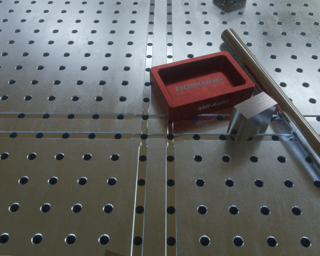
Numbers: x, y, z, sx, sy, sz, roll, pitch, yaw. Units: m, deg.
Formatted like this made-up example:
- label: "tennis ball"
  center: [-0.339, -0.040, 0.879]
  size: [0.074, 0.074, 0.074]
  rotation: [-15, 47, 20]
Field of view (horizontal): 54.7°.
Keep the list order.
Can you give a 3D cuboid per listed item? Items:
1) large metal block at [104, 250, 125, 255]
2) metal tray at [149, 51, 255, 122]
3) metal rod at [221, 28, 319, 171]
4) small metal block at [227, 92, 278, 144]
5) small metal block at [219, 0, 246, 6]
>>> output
- label: "large metal block"
  center: [-0.021, 0.160, 0.256]
  size: [0.080, 0.050, 0.080]
  rotation: [14, 51, 11]
- label: "metal tray"
  center: [0.060, -0.065, 0.458]
  size: [0.131, 0.030, 0.090]
  rotation: [-15, 52, -13]
- label: "metal rod"
  center: [0.163, -0.055, 0.454]
  size: [0.025, 0.025, 0.300]
  rotation: [-13, 51, -11]
- label: "small metal block"
  center: [0.119, -0.013, 0.403]
  size: [0.050, 0.050, 0.025]
  rotation: [-26, 55, -20]
- label: "small metal block"
  center: [0.148, -0.284, 0.647]
  size: [0.050, 0.025, 0.050]
  rotation: [-24, 54, -19]
